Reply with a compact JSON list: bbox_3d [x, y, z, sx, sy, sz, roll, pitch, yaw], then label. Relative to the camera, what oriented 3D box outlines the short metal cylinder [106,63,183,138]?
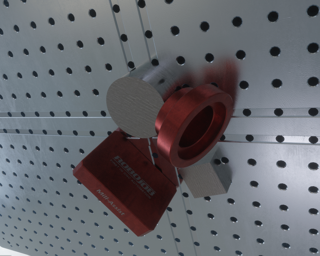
[{"bbox_3d":[-0.018,-0.034,0.383,0.080,0.050,0.079,13,124,21],"label":"short metal cylinder"}]

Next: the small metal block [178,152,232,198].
[{"bbox_3d":[0.061,0.065,0.419,0.050,0.025,0.050,-19,109,35],"label":"small metal block"}]

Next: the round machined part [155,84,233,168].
[{"bbox_3d":[0.033,-0.006,0.348,0.042,0.099,0.097,39,133,32],"label":"round machined part"}]

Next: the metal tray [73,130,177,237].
[{"bbox_3d":[-0.045,0.076,0.439,0.130,0.090,0.030,45,129,-3],"label":"metal tray"}]
